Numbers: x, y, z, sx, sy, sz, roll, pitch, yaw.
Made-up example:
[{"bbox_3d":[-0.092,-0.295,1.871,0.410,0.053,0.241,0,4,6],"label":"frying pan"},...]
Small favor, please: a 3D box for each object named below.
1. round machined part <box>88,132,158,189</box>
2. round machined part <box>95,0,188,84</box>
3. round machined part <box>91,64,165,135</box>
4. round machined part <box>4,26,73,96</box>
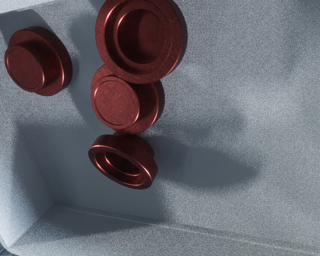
[{"bbox_3d":[-0.047,0.041,0.436,0.098,0.042,0.097,19,144,14],"label":"round machined part"},{"bbox_3d":[-0.017,-0.100,0.338,0.098,0.042,0.097,8,113,19],"label":"round machined part"},{"bbox_3d":[-0.047,-0.037,0.391,0.098,0.042,0.097,9,113,22],"label":"round machined part"},{"bbox_3d":[-0.177,-0.089,0.436,0.098,0.042,0.097,13,124,21],"label":"round machined part"}]
